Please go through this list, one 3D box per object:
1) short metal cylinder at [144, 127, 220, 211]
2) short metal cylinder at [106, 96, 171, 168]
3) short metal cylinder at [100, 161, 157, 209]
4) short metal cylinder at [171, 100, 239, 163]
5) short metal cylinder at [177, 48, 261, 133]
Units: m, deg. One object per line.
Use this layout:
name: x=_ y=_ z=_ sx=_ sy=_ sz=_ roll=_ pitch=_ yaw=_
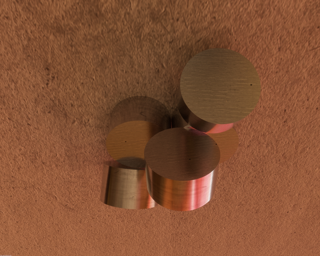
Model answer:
short metal cylinder: x=0.024 y=0.044 z=0.345 sx=0.081 sy=0.080 sz=0.050 roll=-1 pitch=130 yaw=0
short metal cylinder: x=-0.025 y=0.006 z=0.396 sx=0.081 sy=0.050 sz=0.079 roll=0 pitch=130 yaw=0
short metal cylinder: x=-0.040 y=0.076 z=0.428 sx=0.081 sy=0.080 sz=0.050 roll=6 pitch=91 yaw=-5
short metal cylinder: x=0.055 y=0.005 z=0.396 sx=0.081 sy=0.050 sz=0.079 roll=0 pitch=130 yaw=0
short metal cylinder: x=0.060 y=-0.038 z=0.332 sx=0.081 sy=0.080 sz=0.050 roll=0 pitch=168 yaw=-1
